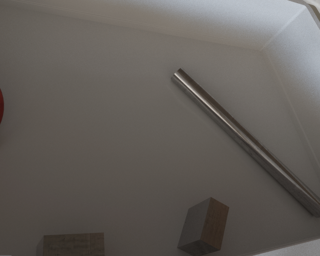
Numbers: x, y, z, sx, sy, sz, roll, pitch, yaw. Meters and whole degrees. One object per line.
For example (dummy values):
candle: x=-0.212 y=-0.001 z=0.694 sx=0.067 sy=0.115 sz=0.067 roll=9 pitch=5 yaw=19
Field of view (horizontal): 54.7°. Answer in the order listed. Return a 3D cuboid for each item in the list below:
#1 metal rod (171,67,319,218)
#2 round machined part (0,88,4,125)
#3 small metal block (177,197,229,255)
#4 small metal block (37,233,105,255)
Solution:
metal rod: x=0.133 y=0.020 z=0.467 sx=0.300 sy=0.025 sz=0.025 roll=44 pitch=51 yaw=2
round machined part: x=-0.199 y=-0.020 z=0.277 sx=0.042 sy=0.097 sz=0.099 roll=24 pitch=42 yaw=33
small metal block: x=0.049 y=0.112 z=0.349 sx=0.025 sy=0.050 sz=0.050 roll=31 pitch=52 yaw=-9
small metal block: x=-0.082 y=0.113 z=0.278 sx=0.050 sy=0.050 sz=0.025 roll=6 pitch=59 yaw=-25
